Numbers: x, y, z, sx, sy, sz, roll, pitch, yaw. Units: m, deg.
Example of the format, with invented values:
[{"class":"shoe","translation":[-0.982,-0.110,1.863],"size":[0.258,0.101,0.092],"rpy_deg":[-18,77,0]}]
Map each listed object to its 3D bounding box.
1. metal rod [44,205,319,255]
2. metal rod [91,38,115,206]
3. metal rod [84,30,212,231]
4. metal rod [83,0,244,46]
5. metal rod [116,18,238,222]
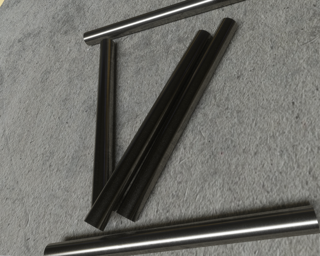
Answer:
[{"class":"metal rod","translation":[0.004,0.118,0.329],"size":[0.301,0.025,0.025],"rpy_deg":[-15,56,19]},{"class":"metal rod","translation":[-0.082,-0.022,0.460],"size":[0.025,0.025,0.299],"rpy_deg":[-17,55,18]},{"class":"metal rod","translation":[-0.005,-0.012,0.401],"size":[0.025,0.025,0.300],"rpy_deg":[15,66,34]},{"class":"metal rod","translation":[0.002,-0.186,0.517],"size":[0.300,0.025,0.025],"rpy_deg":[-9,58,23]},{"class":"metal rod","translation":[0.030,-0.022,0.401],"size":[0.025,0.025,0.300],"rpy_deg":[18,71,35]}]
